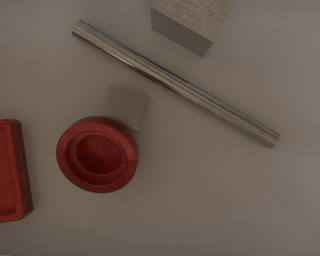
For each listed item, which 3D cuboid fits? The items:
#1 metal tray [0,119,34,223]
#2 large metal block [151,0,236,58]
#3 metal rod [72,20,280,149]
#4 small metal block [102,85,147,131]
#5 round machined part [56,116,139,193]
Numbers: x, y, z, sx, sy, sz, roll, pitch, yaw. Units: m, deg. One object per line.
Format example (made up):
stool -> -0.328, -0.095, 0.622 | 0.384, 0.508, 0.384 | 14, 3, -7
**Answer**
metal tray -> -0.225, 0.058, 0.405 | 0.091, 0.030, 0.129 | -8, 90, -1
large metal block -> 0.037, -0.137, 0.384 | 0.080, 0.080, 0.050 | 29, 90, -1
metal rod -> 0.021, -0.057, 0.411 | 0.301, 0.025, 0.025 | 30, 90, -1
small metal block -> -0.047, -0.026, 0.411 | 0.050, 0.025, 0.050 | 13, 90, -1
round machined part -> -0.075, 0.030, 0.391 | 0.099, 0.042, 0.097 | 2, 113, 4
